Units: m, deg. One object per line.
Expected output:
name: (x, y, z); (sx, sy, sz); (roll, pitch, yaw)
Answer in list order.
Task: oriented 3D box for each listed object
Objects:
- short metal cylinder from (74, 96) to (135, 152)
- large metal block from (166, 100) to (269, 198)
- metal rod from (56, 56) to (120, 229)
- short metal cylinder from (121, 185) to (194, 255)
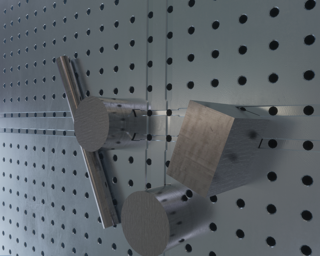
short metal cylinder: (-0.083, -0.006, 0.462); (0.080, 0.050, 0.079); (0, 90, 40)
large metal block: (0.061, 0.019, 0.323); (0.050, 0.081, 0.079); (27, 107, 36)
metal rod: (-0.123, 0.014, 0.510); (0.025, 0.025, 0.299); (-32, 70, 35)
short metal cylinder: (-0.004, 0.116, 0.396); (0.080, 0.050, 0.079); (0, 91, 40)
